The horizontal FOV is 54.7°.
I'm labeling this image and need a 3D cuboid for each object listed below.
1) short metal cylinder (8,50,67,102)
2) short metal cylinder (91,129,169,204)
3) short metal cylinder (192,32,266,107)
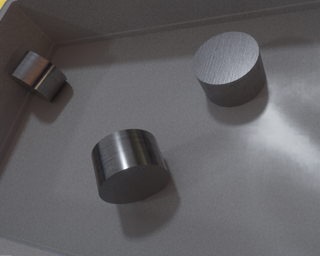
[{"bbox_3d":[-0.210,-0.088,0.535,0.080,0.080,0.050,21,73,36],"label":"short metal cylinder"},{"bbox_3d":[-0.035,0.046,0.361,0.080,0.080,0.050,-29,52,10],"label":"short metal cylinder"},{"bbox_3d":[0.087,-0.073,0.389,0.080,0.050,0.080,-13,56,21],"label":"short metal cylinder"}]
